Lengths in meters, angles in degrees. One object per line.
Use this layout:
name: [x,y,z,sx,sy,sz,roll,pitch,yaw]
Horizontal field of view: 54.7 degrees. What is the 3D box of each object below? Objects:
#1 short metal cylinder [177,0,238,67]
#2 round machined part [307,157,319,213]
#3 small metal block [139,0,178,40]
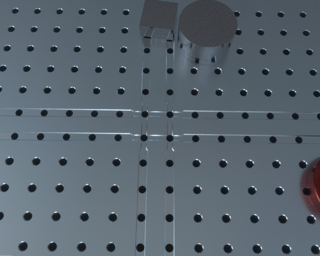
short metal cylinder: [0.066,-0.137,0.449,0.081,0.050,0.080,0,70,0]
round machined part: [0.238,0.071,0.378,0.099,0.042,0.098,0,70,0]
small metal block: [-0.001,-0.165,0.472,0.050,0.025,0.050,9,70,3]
